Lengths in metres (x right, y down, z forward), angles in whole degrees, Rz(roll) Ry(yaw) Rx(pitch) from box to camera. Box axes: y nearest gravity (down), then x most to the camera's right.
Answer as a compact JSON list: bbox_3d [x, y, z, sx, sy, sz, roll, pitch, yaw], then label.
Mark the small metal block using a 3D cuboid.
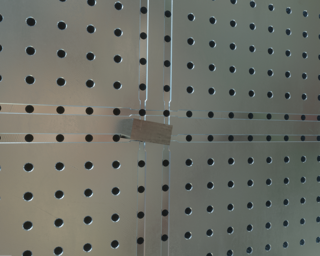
[{"bbox_3d":[-0.018,0.005,0.394,0.050,0.050,0.025,10,87,-20],"label":"small metal block"}]
